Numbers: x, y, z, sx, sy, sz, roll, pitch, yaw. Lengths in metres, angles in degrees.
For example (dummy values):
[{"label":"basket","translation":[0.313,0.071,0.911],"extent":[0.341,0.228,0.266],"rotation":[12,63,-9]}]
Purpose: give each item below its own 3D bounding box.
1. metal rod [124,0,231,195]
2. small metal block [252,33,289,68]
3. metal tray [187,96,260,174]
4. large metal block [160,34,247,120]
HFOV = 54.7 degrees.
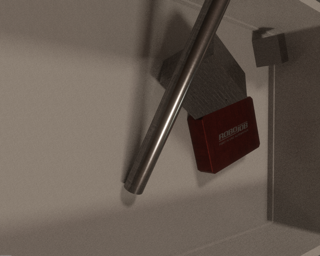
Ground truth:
[{"label":"metal rod","translation":[0.026,-0.057,0.351],"extent":[0.025,0.025,0.298],"rotation":[13,106,-40]},{"label":"small metal block","translation":[0.199,-0.140,0.561],"extent":[0.025,0.050,0.050],"rotation":[-24,106,-38]},{"label":"metal tray","translation":[0.106,0.007,0.495],"extent":[0.131,0.030,0.089],"rotation":[-22,104,-38]},{"label":"large metal block","translation":[0.059,-0.067,0.413],"extent":[0.080,0.080,0.050],"rotation":[42,39,-32]}]
